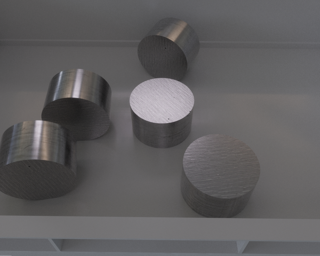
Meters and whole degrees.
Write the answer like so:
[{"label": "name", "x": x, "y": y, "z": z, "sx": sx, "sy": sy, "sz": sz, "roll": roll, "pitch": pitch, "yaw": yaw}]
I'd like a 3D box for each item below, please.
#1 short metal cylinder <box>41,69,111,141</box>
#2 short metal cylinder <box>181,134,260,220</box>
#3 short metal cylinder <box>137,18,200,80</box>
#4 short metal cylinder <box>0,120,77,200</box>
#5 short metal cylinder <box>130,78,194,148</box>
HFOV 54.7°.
[{"label": "short metal cylinder", "x": -0.103, "y": -0.028, "z": 0.392, "sx": 0.081, "sy": 0.080, "sz": 0.050, "roll": -2, "pitch": 50, "yaw": -2}, {"label": "short metal cylinder", "x": 0.064, "y": 0.053, "z": 0.344, "sx": 0.081, "sy": 0.050, "sz": 0.080, "roll": 0, "pitch": 50, "yaw": 0}, {"label": "short metal cylinder", "x": 0.013, "y": -0.118, "z": 0.468, "sx": 0.080, "sy": 0.080, "sz": 0.050, "roll": 20, "pitch": 53, "yaw": 16}, {"label": "short metal cylinder", "x": -0.132, "y": 0.037, "z": 0.337, "sx": 0.081, "sy": 0.080, "sz": 0.050, "roll": -7, "pitch": 51, "yaw": -6}, {"label": "short metal cylinder", "x": 0.002, "y": -0.020, "z": 0.406, "sx": 0.080, "sy": 0.050, "sz": 0.080, "roll": 0, "pitch": 50, "yaw": 0}]
